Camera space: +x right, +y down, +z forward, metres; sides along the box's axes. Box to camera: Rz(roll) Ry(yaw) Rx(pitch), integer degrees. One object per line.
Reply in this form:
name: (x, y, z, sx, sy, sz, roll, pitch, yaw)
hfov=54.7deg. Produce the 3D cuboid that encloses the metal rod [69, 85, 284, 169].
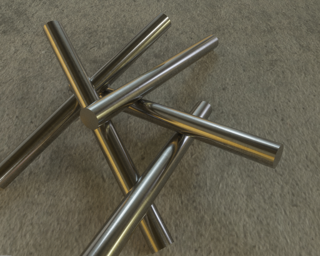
metal rod: (-0.006, -0.018, 0.374, 0.300, 0.025, 0.025, 21, 52, 33)

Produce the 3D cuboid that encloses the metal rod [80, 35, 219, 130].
metal rod: (0.008, -0.078, 0.422, 0.025, 0.025, 0.302, 27, 41, 20)

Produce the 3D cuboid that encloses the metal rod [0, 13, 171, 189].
metal rod: (-0.090, -0.046, 0.395, 0.025, 0.025, 0.301, 34, 71, 25)

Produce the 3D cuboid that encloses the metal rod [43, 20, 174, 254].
metal rod: (-0.067, -0.005, 0.352, 0.025, 0.025, 0.299, -23, 71, -19)

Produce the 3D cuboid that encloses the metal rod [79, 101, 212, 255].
metal rod: (-0.005, 0.051, 0.315, 0.025, 0.025, 0.301, 21, 39, 16)
